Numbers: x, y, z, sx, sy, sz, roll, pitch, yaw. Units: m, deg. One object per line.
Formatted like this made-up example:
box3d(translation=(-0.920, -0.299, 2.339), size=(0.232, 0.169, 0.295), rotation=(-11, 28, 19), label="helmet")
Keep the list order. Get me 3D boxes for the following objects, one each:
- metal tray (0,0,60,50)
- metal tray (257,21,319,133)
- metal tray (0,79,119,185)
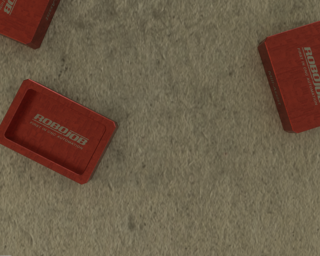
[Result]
box3d(translation=(-0.181, -0.181, 0.405), size=(0.090, 0.030, 0.129), rotation=(23, 90, -1), label="metal tray")
box3d(translation=(0.195, -0.067, 0.410), size=(0.090, 0.030, 0.129), rotation=(-18, 90, -1), label="metal tray")
box3d(translation=(-0.133, 0.005, 0.405), size=(0.131, 0.030, 0.090), rotation=(27, 90, -1), label="metal tray")
